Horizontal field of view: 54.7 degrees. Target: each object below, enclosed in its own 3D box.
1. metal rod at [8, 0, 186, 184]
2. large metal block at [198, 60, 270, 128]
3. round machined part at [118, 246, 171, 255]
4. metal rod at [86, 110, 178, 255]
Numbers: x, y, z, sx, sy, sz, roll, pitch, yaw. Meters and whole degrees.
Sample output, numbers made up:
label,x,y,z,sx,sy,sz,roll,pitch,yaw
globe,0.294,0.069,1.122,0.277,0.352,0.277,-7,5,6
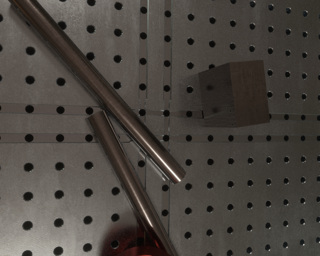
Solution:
label,x,y,z,sx,sy,sz,roll,pitch,yaw
metal rod,-0.069,-0.043,0.387,0.025,0.025,0.300,-44,104,-15
large metal block,0.098,-0.043,0.421,0.050,0.080,0.079,-8,93,-20
round machined part,-0.020,0.191,0.386,0.099,0.042,0.097,0,100,0
metal rod,-0.016,0.116,0.407,0.025,0.025,0.299,-29,100,-18
